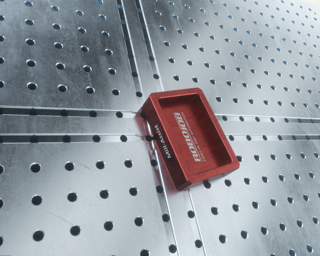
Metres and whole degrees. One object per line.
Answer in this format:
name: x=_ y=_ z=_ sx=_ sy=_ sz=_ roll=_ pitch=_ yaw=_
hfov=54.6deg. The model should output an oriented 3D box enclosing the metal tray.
metal tray: x=0.041 y=0.010 z=0.419 sx=0.091 sy=0.030 sz=0.130 roll=-11 pitch=67 yaw=-33
